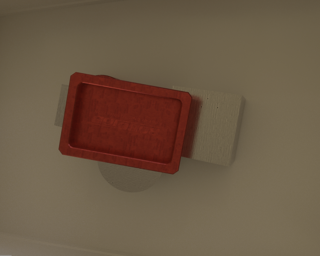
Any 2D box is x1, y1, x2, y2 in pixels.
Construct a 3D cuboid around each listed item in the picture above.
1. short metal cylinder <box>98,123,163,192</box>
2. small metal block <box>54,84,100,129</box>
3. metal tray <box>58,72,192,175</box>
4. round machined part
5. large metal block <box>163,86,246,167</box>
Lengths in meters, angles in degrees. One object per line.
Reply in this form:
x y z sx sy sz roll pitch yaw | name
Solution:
-0.032 0.034 0.394 0.080 0.050 0.079 2 103 7 | short metal cylinder
-0.100 -0.025 0.385 0.025 0.050 0.050 13 95 19 | small metal block
-0.037 -0.006 0.343 0.131 0.030 0.089 10 94 0 | metal tray
-0.084 -0.025 0.428 0.098 0.042 0.097 0 90 19 | round machined part
0.054 -0.004 0.375 0.080 0.050 0.079 11 94 19 | large metal block
